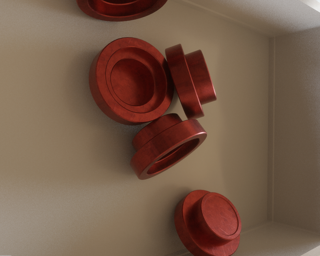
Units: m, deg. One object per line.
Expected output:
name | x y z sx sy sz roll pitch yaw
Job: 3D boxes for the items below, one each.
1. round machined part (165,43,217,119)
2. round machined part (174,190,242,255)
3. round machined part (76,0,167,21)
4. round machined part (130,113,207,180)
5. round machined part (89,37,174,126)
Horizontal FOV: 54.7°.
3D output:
round machined part | 0.043 -0.062 0.398 0.098 0.042 0.097 -19 90 -81
round machined part | 0.072 0.128 0.427 0.099 0.042 0.098 22 42 -21
round machined part | -0.041 -0.156 0.328 0.099 0.098 0.042 -4 81 -40
round machined part | 0.005 0.018 0.378 0.099 0.097 0.042 -20 68 -39
round machined part | -0.036 -0.051 0.359 0.099 0.042 0.097 6 78 -32
